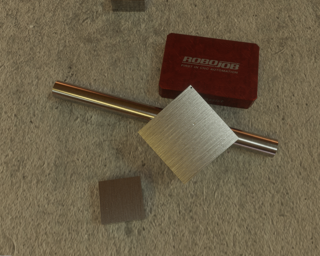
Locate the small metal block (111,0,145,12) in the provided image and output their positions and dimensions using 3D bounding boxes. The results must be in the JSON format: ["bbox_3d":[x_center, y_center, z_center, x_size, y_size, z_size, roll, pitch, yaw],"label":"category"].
[{"bbox_3d":[-0.049,-0.211,0.485,0.050,0.025,0.050,0,70,-1],"label":"small metal block"}]

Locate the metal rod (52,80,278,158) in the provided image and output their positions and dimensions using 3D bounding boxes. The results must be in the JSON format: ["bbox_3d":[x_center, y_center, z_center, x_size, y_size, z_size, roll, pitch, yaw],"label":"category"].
[{"bbox_3d":[0.003,-0.013,0.413,0.301,0.025,0.025,15,71,5],"label":"metal rod"}]

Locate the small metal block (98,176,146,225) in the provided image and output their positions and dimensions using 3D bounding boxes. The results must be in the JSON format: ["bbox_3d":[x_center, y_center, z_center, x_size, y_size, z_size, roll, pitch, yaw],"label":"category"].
[{"bbox_3d":[-0.046,0.088,0.375,0.050,0.025,0.050,-7,70,-3],"label":"small metal block"}]

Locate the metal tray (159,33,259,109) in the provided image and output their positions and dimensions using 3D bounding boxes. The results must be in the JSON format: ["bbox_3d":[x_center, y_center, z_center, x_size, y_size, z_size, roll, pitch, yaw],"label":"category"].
[{"bbox_3d":[0.069,-0.081,0.436,0.131,0.030,0.090,8,70,2],"label":"metal tray"}]

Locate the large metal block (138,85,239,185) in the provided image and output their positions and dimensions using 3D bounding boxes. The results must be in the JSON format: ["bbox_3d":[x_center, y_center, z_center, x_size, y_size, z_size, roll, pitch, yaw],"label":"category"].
[{"bbox_3d":[0.034,0.007,0.372,0.080,0.050,0.080,-42,88,6],"label":"large metal block"}]
